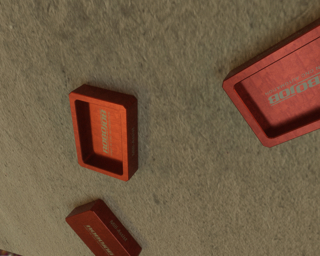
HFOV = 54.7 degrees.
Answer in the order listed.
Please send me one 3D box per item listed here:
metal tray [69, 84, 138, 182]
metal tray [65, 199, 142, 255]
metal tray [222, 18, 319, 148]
[{"bbox_3d":[-0.079,0.009,0.448,0.090,0.030,0.129,15,125,19],"label":"metal tray"},{"bbox_3d":[-0.106,0.200,0.581,0.090,0.030,0.130,-27,104,37],"label":"metal tray"},{"bbox_3d":[0.140,-0.044,0.302,0.130,0.030,0.090,-29,103,37],"label":"metal tray"}]
